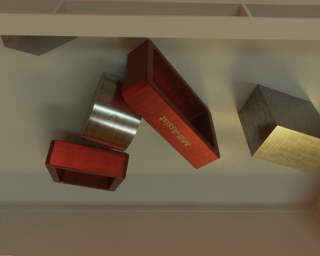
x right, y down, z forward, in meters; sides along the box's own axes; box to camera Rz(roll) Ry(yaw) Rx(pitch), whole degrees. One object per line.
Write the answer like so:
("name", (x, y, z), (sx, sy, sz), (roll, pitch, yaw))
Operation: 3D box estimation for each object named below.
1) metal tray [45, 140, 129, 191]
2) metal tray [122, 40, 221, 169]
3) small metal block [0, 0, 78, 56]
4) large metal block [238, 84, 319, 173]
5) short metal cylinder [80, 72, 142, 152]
("metal tray", (-0.096, 0.055, 0.410), (0.091, 0.030, 0.129), (12, 159, -11))
("metal tray", (0.016, -0.025, 0.345), (0.030, 0.090, 0.130), (-31, 124, 23))
("small metal block", (-0.119, -0.097, 0.306), (0.050, 0.050, 0.025), (-19, 88, 15))
("large metal block", (0.150, 0.000, 0.375), (0.081, 0.080, 0.050), (16, 128, -14))
("short metal cylinder", (-0.054, -0.018, 0.357), (0.050, 0.080, 0.079), (20, 127, -17))
